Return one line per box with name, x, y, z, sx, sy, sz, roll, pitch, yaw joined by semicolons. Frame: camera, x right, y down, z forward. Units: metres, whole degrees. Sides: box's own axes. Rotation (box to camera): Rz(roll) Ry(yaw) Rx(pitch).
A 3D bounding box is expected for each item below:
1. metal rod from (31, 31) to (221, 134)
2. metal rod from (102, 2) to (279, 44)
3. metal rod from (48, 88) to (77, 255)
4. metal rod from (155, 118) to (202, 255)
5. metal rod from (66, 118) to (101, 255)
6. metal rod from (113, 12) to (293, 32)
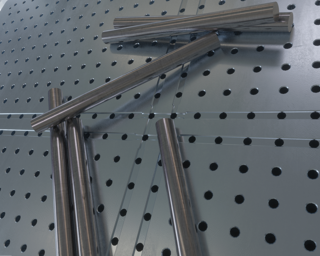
metal rod;-0.054;-0.065;0.460;0.301;0.025;0.025;-25;53;6
metal rod;0.023;-0.154;0.472;0.300;0.025;0.025;5;64;37
metal rod;-0.146;0.053;0.453;0.025;0.025;0.300;-27;52;11
metal rod;0.028;0.115;0.323;0.025;0.025;0.300;-21;54;16
metal rod;-0.096;0.106;0.395;0.025;0.025;0.300;-27;52;11
metal rod;0.047;-0.164;0.484;0.300;0.025;0.025;12;68;33
